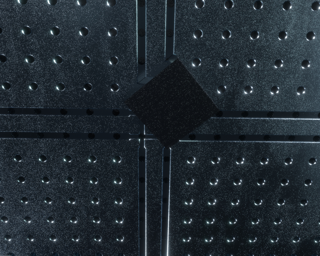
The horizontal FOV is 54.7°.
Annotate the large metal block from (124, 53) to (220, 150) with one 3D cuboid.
[{"bbox_3d":[0.014,-0.034,0.388,0.080,0.050,0.080,-38,106,12],"label":"large metal block"}]
